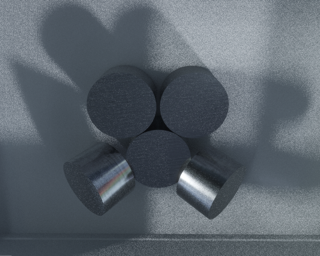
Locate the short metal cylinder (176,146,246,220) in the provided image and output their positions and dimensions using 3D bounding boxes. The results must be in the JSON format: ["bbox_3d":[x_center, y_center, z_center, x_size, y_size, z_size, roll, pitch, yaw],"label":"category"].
[{"bbox_3d":[0.067,0.070,0.400,0.050,0.081,0.079,33,112,30],"label":"short metal cylinder"}]

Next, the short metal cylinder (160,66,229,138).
[{"bbox_3d":[0.040,-0.034,0.385,0.081,0.050,0.079,0,110,-1],"label":"short metal cylinder"}]

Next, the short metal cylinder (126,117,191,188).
[{"bbox_3d":[-0.002,0.031,0.406,0.081,0.050,0.079,0,110,-1],"label":"short metal cylinder"}]

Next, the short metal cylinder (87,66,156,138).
[{"bbox_3d":[-0.045,-0.033,0.382,0.081,0.050,0.079,0,110,-1],"label":"short metal cylinder"}]

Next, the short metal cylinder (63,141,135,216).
[{"bbox_3d":[-0.078,0.064,0.397,0.050,0.080,0.080,-35,114,-35],"label":"short metal cylinder"}]
